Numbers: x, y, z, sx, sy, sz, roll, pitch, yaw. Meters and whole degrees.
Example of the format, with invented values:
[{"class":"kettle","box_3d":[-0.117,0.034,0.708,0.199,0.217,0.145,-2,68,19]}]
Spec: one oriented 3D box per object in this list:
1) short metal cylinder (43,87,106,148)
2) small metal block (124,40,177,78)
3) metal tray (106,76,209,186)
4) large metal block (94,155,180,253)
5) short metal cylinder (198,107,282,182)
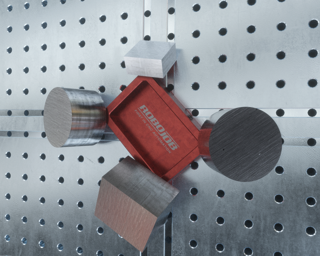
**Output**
[{"class":"short metal cylinder","box_3d":[-0.118,-0.014,0.425,0.080,0.050,0.079,1,91,45]},{"class":"small metal block","box_3d":[-0.011,-0.090,0.400,0.050,0.050,0.025,10,131,20]},{"class":"metal tray","box_3d":[-0.006,0.001,0.411,0.090,0.030,0.130,-43,77,15]},{"class":"large metal block","box_3d":[-0.031,0.096,0.392,0.080,0.050,0.079,32,131,16]},{"class":"short metal cylinder","box_3d":[0.088,0.017,0.352,0.081,0.050,0.079,0,90,-7]}]
